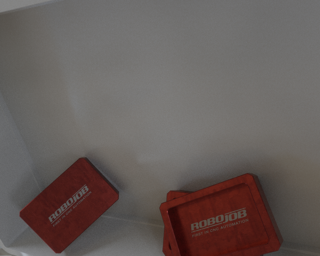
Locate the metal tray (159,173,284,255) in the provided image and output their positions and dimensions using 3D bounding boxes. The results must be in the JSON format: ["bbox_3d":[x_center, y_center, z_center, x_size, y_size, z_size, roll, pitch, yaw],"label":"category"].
[{"bbox_3d":[0.072,0.119,0.387,0.130,0.030,0.090,-25,71,21],"label":"metal tray"}]

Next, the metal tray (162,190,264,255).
[{"bbox_3d":[0.071,0.136,0.420,0.130,0.030,0.090,1,82,27],"label":"metal tray"}]

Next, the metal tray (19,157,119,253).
[{"bbox_3d":[-0.142,0.121,0.497,0.130,0.030,0.090,-43,93,-7],"label":"metal tray"}]
